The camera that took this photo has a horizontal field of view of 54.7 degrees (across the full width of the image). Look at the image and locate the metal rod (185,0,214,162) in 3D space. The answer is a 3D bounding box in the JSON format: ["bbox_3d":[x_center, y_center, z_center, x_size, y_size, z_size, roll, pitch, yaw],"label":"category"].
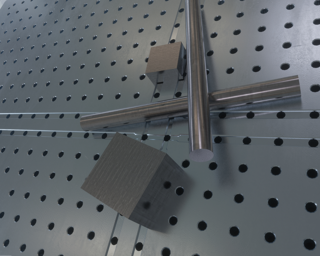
[{"bbox_3d":[0.048,-0.088,0.412,0.025,0.025,0.300,-14,48,20],"label":"metal rod"}]

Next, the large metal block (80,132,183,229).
[{"bbox_3d":[-0.033,0.061,0.372,0.080,0.050,0.080,21,73,35],"label":"large metal block"}]

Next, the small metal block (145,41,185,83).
[{"bbox_3d":[0.010,-0.098,0.463,0.050,0.025,0.050,-4,60,26],"label":"small metal block"}]

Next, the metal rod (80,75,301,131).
[{"bbox_3d":[0.023,-0.028,0.413,0.301,0.025,0.025,-9,58,23],"label":"metal rod"}]
